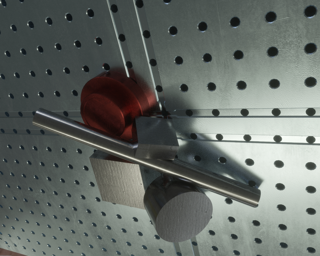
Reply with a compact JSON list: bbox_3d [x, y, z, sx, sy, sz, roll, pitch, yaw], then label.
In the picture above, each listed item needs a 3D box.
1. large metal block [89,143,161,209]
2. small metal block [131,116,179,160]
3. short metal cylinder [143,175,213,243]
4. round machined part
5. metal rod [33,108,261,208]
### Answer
[{"bbox_3d":[-0.047,0.067,0.457,0.080,0.050,0.079,5,121,25],"label":"large metal block"},{"bbox_3d":[-0.007,0.012,0.393,0.050,0.050,0.025,5,131,-15],"label":"small metal block"},{"bbox_3d":[0.024,0.106,0.419,0.081,0.050,0.079,-9,116,-18],"label":"short metal cylinder"},{"bbox_3d":[-0.067,-0.023,0.420,0.098,0.042,0.097,13,124,20],"label":"round machined part"},{"bbox_3d":[-0.016,0.038,0.400,0.301,0.025,0.025,21,127,-1],"label":"metal rod"}]
